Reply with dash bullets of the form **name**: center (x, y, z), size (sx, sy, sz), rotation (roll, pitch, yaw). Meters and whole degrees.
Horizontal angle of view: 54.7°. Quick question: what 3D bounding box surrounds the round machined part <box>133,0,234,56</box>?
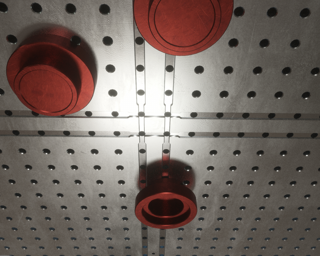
- **round machined part**: center (0.023, -0.114, 0.303), size (0.099, 0.042, 0.097), rotation (0, 130, 0)

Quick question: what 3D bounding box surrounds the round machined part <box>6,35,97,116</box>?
- **round machined part**: center (-0.125, -0.052, 0.354), size (0.099, 0.042, 0.097), rotation (-1, 130, 0)

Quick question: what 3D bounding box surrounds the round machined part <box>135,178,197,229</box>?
- **round machined part**: center (0.009, 0.119, 0.502), size (0.099, 0.042, 0.097), rotation (-1, 130, 0)
